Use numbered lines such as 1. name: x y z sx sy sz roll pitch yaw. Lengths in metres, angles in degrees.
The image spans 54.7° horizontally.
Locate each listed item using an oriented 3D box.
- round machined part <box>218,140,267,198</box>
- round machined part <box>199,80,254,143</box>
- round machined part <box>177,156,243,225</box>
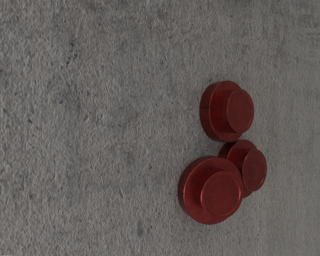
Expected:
1. round machined part: 0.140 0.068 0.511 0.099 0.042 0.097 0 90 -40
2. round machined part: 0.111 -0.026 0.486 0.099 0.042 0.097 0 90 -40
3. round machined part: 0.078 0.091 0.441 0.099 0.042 0.097 -2 95 -22
